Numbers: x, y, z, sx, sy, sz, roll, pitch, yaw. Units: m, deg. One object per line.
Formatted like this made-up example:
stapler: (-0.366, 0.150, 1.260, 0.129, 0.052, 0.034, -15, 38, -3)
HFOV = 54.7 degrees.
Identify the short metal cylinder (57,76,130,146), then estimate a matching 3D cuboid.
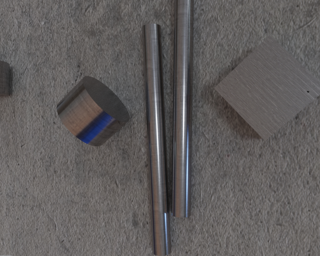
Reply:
short metal cylinder: (-0.087, -0.022, 0.410, 0.050, 0.080, 0.080, -41, 77, 15)

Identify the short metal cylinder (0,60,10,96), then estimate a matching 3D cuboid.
short metal cylinder: (-0.277, -0.077, 0.478, 0.080, 0.080, 0.050, 2, 91, 20)

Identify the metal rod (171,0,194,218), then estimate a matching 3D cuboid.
metal rod: (0.029, -0.037, 0.398, 0.025, 0.025, 0.298, 1, 90, 20)

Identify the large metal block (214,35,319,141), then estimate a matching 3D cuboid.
large metal block: (0.123, -0.042, 0.352, 0.080, 0.050, 0.080, -44, 77, 14)

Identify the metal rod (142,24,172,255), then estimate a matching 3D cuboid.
metal rod: (-0.004, 0.014, 0.410, 0.025, 0.025, 0.298, -3, 89, 20)
